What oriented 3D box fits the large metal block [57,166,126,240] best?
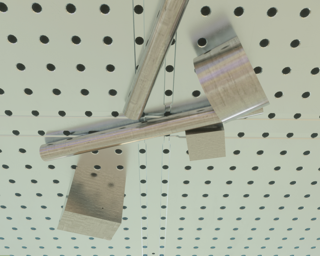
[{"bbox_3d":[-0.102,0.114,0.472,0.081,0.080,0.050,18,128,-15],"label":"large metal block"}]

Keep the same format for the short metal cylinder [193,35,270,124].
[{"bbox_3d":[0.077,-0.051,0.333,0.050,0.080,0.080,-25,126,20],"label":"short metal cylinder"}]

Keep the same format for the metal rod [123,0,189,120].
[{"bbox_3d":[0.015,-0.126,0.304,0.025,0.025,0.298,15,129,-13],"label":"metal rod"}]

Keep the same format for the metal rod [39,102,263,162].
[{"bbox_3d":[-0.019,0.003,0.413,0.301,0.025,0.025,-13,129,10],"label":"metal rod"}]

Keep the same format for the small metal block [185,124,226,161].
[{"bbox_3d":[0.063,0.017,0.427,0.050,0.025,0.050,-8,130,6],"label":"small metal block"}]
